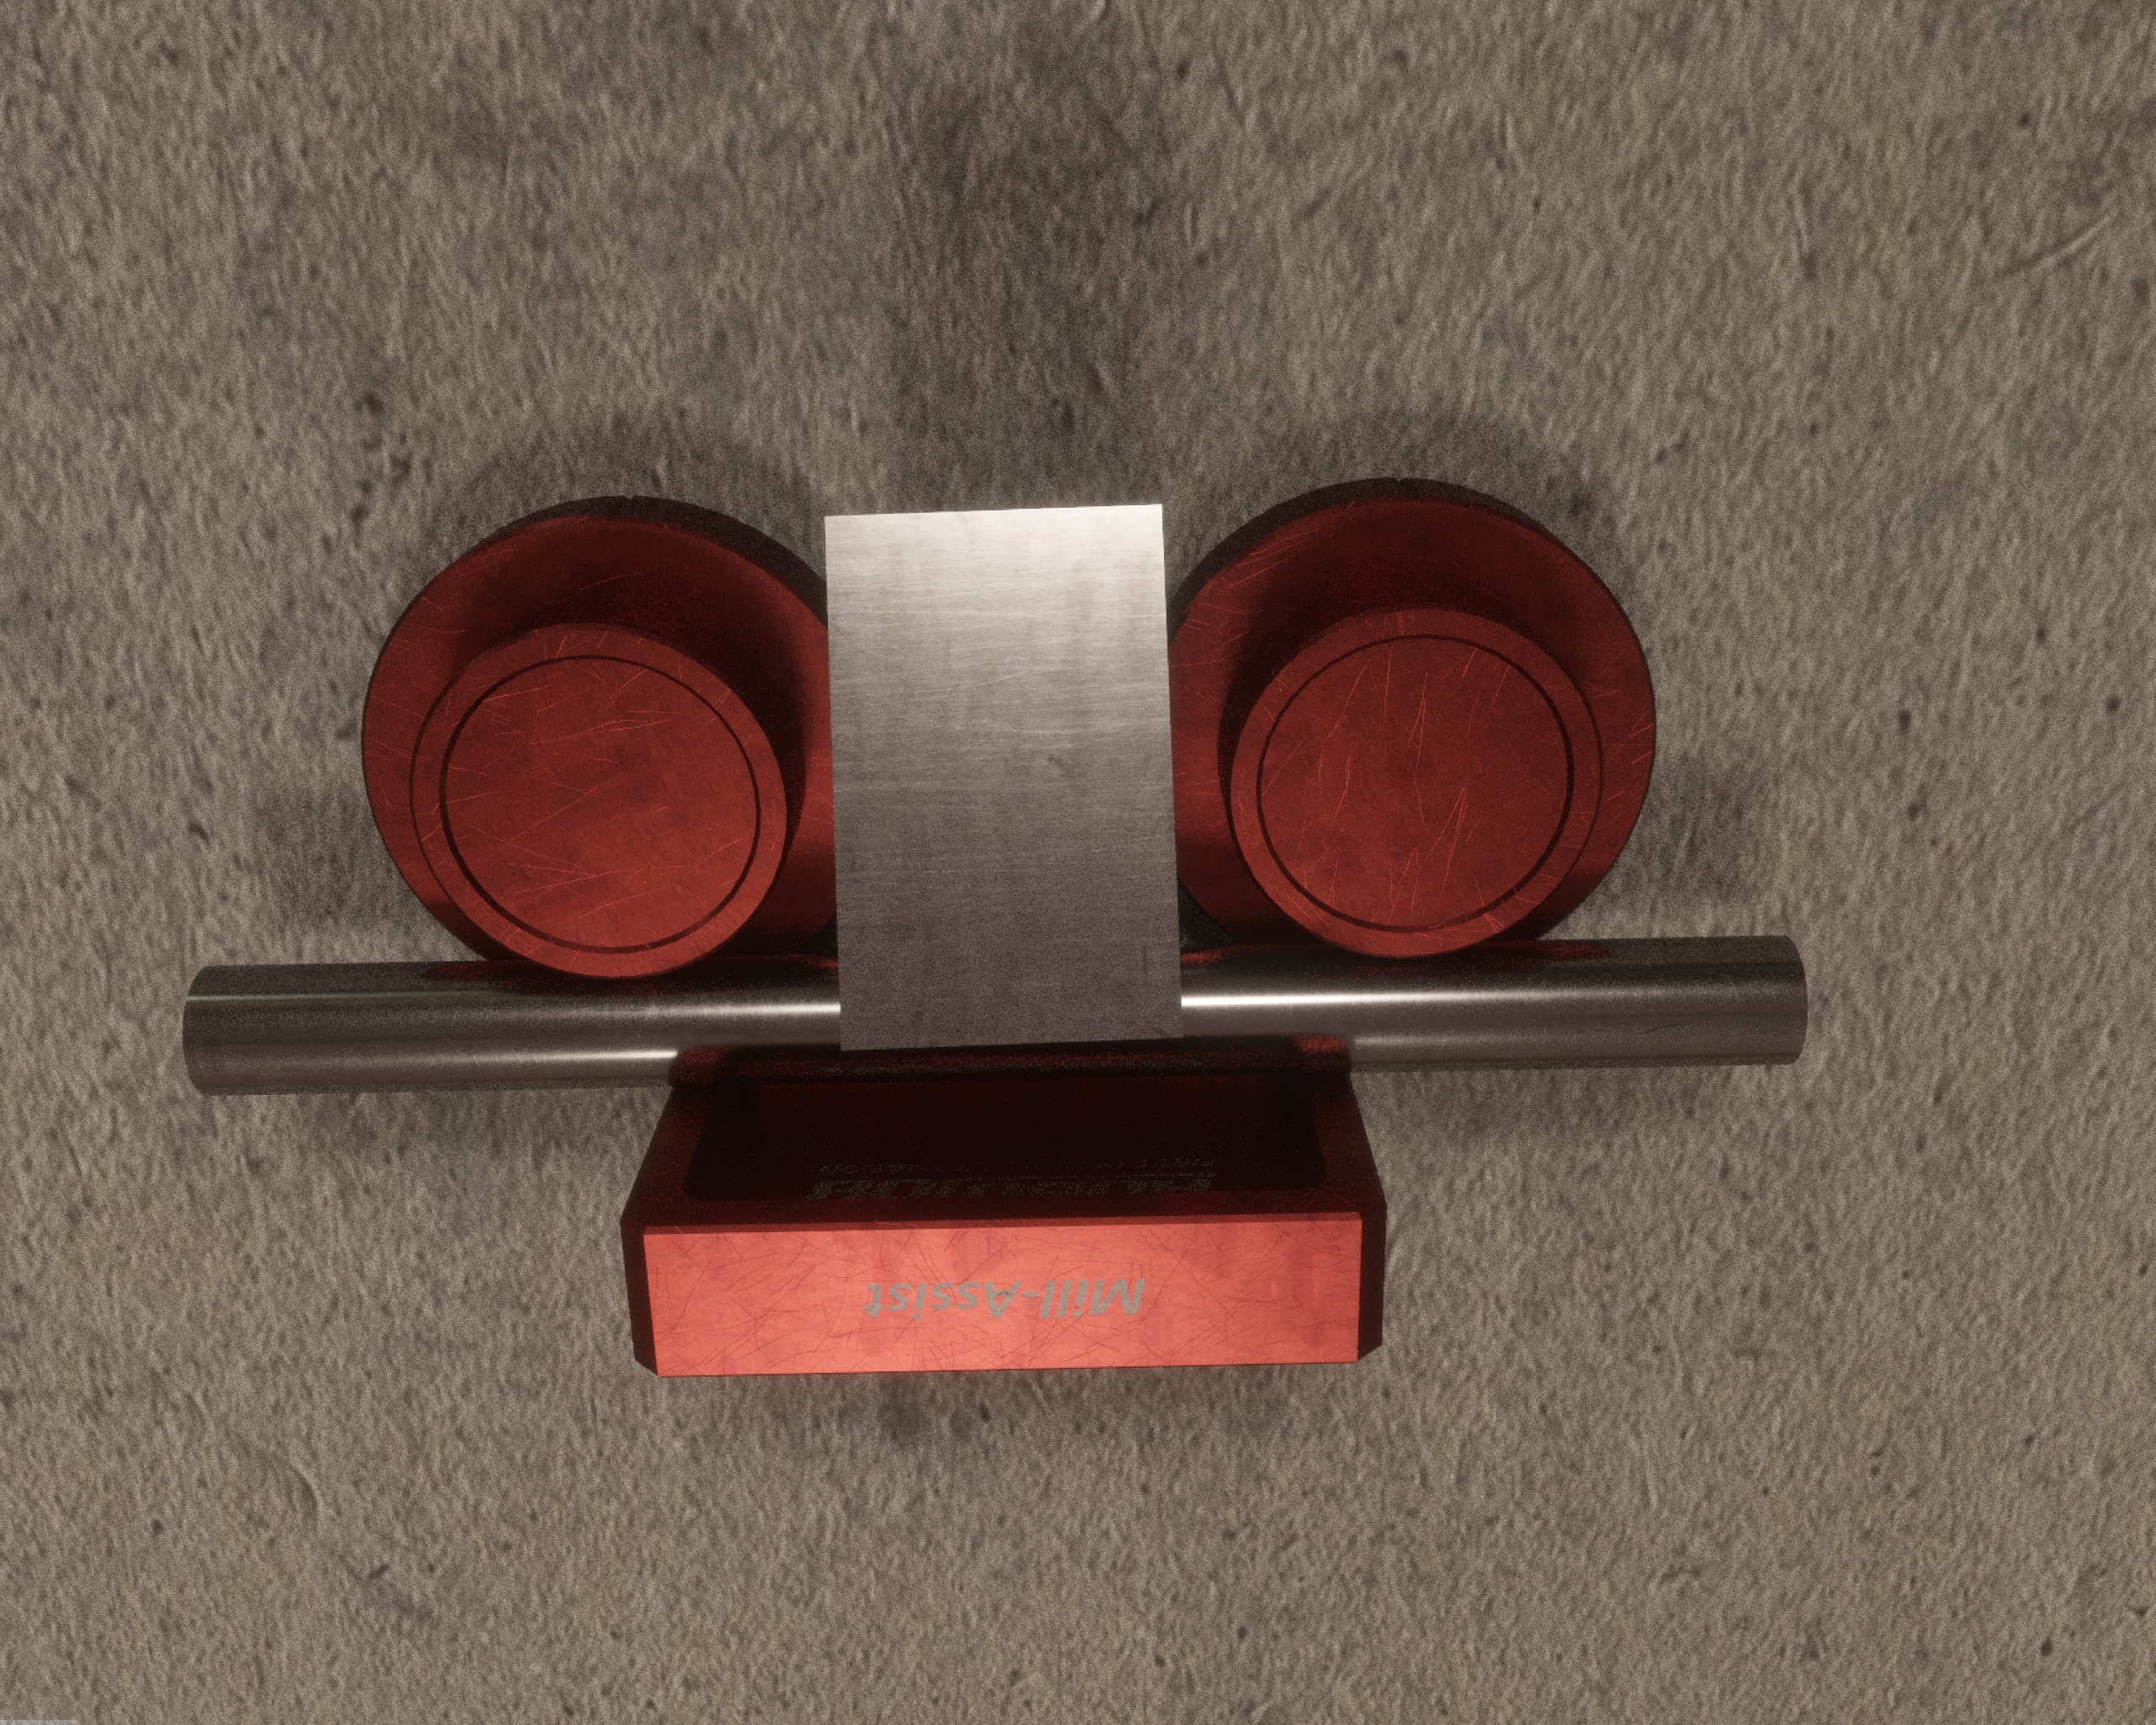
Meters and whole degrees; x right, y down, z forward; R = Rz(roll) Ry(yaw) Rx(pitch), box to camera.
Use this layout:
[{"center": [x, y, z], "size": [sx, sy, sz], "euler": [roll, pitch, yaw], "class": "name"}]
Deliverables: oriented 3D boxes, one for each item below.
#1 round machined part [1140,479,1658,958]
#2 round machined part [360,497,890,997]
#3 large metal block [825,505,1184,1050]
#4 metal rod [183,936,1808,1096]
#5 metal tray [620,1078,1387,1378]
[{"center": [0.061, -0.021, 0.394], "size": [0.099, 0.042, 0.097], "euler": [0, 110, -1], "class": "round machined part"}, {"center": [-0.086, -0.017, 0.392], "size": [0.099, 0.042, 0.097], "euler": [0, 110, -1], "class": "round machined part"}, {"center": [-0.011, -0.011, 0.349], "size": [0.050, 0.080, 0.080], "euler": [-2, 87, 0], "class": "large metal block"}, {"center": [-0.015, 0.029, 0.400], "size": [0.302, 0.025, 0.025], "euler": [-1, 110, 0], "class": "metal rod"}, {"center": [-0.013, 0.059, 0.398], "size": [0.131, 0.090, 0.030], "euler": [-1, 110, 0], "class": "metal tray"}]
